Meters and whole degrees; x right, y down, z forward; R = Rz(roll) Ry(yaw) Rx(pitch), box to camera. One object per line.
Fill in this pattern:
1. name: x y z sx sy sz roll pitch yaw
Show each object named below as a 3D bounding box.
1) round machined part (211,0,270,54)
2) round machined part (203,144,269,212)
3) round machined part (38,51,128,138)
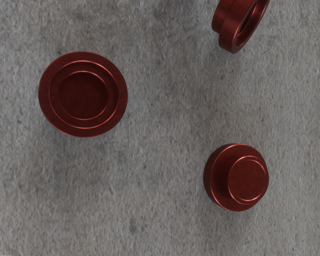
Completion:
1. round machined part: 0.106 -0.154 0.420 0.042 0.098 0.098 35 77 17
2. round machined part: 0.116 0.072 0.445 0.099 0.042 0.097 0 90 -21
3. round machined part: -0.091 -0.038 0.367 0.099 0.042 0.097 0 90 -21
